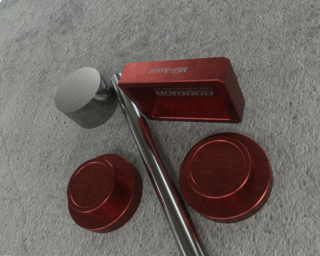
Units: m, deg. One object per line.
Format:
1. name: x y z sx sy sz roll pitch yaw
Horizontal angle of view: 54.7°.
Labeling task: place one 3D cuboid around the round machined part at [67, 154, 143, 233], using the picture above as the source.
1. round machined part: -0.075 0.076 0.384 0.098 0.042 0.098 -13 56 20

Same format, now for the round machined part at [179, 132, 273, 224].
1. round machined part: 0.066 0.047 0.329 0.098 0.042 0.098 -13 56 20

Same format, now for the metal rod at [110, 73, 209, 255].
1. metal rod: -0.013 0.030 0.390 0.025 0.025 0.300 -32 52 7

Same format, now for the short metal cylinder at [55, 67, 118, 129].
1. short metal cylinder: -0.111 -0.045 0.472 0.080 0.050 0.080 -13 56 20

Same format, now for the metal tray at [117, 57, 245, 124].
1. metal tray: 0.027 -0.042 0.372 0.130 0.090 0.030 3 63 29
